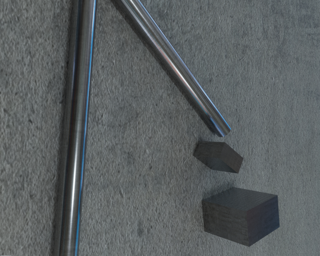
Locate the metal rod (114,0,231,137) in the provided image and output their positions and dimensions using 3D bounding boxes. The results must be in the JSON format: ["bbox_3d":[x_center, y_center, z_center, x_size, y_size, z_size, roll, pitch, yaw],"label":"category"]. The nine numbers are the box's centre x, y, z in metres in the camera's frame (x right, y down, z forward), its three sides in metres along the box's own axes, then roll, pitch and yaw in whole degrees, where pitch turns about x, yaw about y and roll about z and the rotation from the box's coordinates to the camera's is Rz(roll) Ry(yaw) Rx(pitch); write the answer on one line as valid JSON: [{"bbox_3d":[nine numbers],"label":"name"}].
[{"bbox_3d":[0.014,-0.093,0.415,0.300,0.025,0.025,49,61,-29],"label":"metal rod"}]

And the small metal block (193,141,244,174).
[{"bbox_3d":[0.087,0.043,0.461,0.050,0.050,0.025,37,67,-34],"label":"small metal block"}]

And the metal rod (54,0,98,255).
[{"bbox_3d":[-0.089,-0.001,0.329,0.025,0.025,0.298,6,86,-40],"label":"metal rod"}]

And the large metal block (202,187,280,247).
[{"bbox_3d":[0.123,0.130,0.472,0.081,0.080,0.050,-10,97,-40],"label":"large metal block"}]
